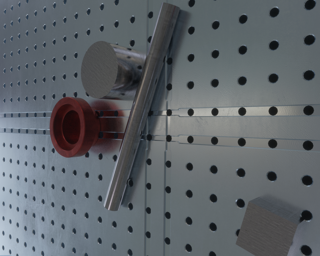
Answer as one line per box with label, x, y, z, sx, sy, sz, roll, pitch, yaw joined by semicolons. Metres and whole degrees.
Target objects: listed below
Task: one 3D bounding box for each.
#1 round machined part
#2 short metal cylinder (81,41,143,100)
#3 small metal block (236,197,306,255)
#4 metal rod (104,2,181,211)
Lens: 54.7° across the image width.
round machined part;-0.137;-0.001;0.511;0.098;0.042;0.097;0;90;40
short metal cylinder;-0.070;-0.081;0.450;0.080;0.050;0.079;0;90;40
small metal block;0.112;0.106;0.317;0.050;0.025;0.050;22;104;38
metal rod;-0.029;-0.019;0.433;0.025;0.025;0.298;28;107;36
